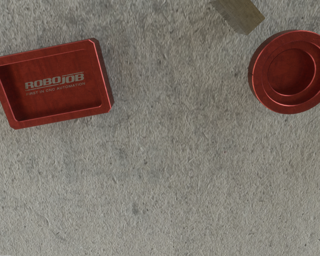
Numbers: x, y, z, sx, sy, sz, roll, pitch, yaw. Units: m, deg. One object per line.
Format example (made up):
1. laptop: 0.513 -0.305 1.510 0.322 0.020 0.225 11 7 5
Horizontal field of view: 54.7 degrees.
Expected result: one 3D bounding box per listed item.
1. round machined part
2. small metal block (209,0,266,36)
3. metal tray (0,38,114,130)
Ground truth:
1. round machined part: 0.156 -0.069 0.377 0.099 0.042 0.097 0 110 0
2. small metal block: 0.085 -0.133 0.348 0.050 0.050 0.025 43 105 -14
3. metal tray: -0.132 -0.054 0.385 0.131 0.030 0.089 -10 110 3
